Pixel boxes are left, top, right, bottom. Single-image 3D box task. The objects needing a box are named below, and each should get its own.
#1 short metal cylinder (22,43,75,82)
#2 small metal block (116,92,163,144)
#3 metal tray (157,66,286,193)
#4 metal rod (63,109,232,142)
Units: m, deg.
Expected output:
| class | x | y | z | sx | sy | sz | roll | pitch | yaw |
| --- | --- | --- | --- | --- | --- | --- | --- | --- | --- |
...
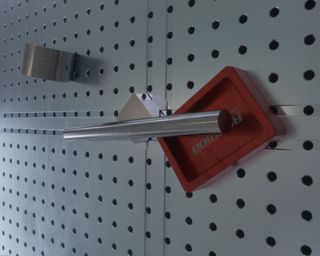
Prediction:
| class | x | y | z | sx | sy | sz | roll | pitch | yaw |
| --- | --- | --- | --- | --- | --- | --- | --- | --- | --- |
| short metal cylinder | -0.190 | -0.111 | 0.530 | 0.080 | 0.081 | 0.050 | 21 | 103 | 38 |
| small metal block | -0.028 | -0.014 | 0.432 | 0.050 | 0.025 | 0.050 | -51 | 60 | 28 |
| metal tray | 0.061 | 0.005 | 0.355 | 0.129 | 0.030 | 0.090 | -42 | 65 | 32 |
| metal rod | -0.042 | 0.002 | 0.408 | 0.300 | 0.025 | 0.025 | -4 | 87 | 45 |
